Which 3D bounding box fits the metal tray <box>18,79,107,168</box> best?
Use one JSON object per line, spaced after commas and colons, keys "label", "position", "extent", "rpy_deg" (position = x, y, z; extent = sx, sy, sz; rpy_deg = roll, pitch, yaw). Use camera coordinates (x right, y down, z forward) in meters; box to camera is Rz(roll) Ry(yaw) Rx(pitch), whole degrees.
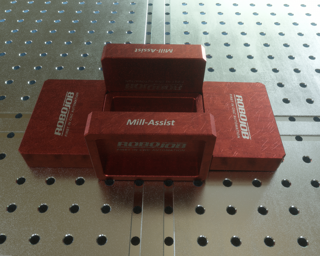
{"label": "metal tray", "position": [-0.120, -0.010, 0.411], "extent": [0.091, 0.030, 0.130], "rpy_deg": [1, 50, 0]}

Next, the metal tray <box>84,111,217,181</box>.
{"label": "metal tray", "position": [-0.010, 0.023, 0.344], "extent": [0.131, 0.089, 0.030], "rpy_deg": [1, 50, 0]}

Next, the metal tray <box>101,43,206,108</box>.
{"label": "metal tray", "position": [-0.008, -0.069, 0.423], "extent": [0.131, 0.089, 0.030], "rpy_deg": [1, 50, 0]}

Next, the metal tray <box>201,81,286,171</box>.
{"label": "metal tray", "position": [0.102, -0.007, 0.409], "extent": [0.091, 0.030, 0.130], "rpy_deg": [2, 50, -1]}

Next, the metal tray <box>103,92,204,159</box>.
{"label": "metal tray", "position": [-0.009, -0.005, 0.406], "extent": [0.131, 0.030, 0.090], "rpy_deg": [1, 50, 0]}
